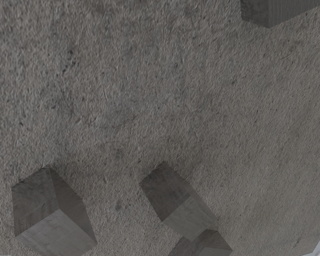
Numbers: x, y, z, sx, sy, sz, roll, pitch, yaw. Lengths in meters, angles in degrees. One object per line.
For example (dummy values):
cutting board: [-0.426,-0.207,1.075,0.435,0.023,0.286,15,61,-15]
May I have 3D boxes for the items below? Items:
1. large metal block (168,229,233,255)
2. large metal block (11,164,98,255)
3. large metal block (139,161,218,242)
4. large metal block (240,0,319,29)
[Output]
large metal block: [0.074,0.235,0.576,0.080,0.050,0.080,24,106,-37]
large metal block: [-0.125,0.104,0.367,0.050,0.080,0.080,-33,129,-7]
large metal block: [0.026,0.106,0.451,0.050,0.080,0.080,-43,129,2]
large metal block: [0.140,-0.174,0.359,0.080,0.050,0.080,-27,128,-12]
